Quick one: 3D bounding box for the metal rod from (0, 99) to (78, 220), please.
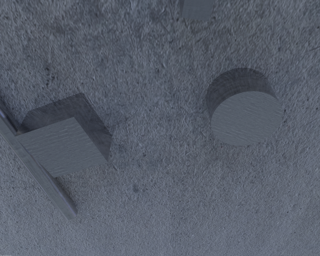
[{"bbox_3d":[-0.187,0.036,0.435,0.025,0.025,0.299,-11,130,8],"label":"metal rod"}]

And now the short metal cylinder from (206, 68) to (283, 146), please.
[{"bbox_3d":[0.098,-0.025,0.371,0.081,0.050,0.079,0,130,0],"label":"short metal cylinder"}]

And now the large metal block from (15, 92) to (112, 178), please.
[{"bbox_3d":[-0.119,0.011,0.398,0.080,0.050,0.080,-17,128,13],"label":"large metal block"}]

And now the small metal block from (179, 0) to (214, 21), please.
[{"bbox_3d":[0.035,-0.132,0.279,0.025,0.050,0.050,6,130,-5],"label":"small metal block"}]
